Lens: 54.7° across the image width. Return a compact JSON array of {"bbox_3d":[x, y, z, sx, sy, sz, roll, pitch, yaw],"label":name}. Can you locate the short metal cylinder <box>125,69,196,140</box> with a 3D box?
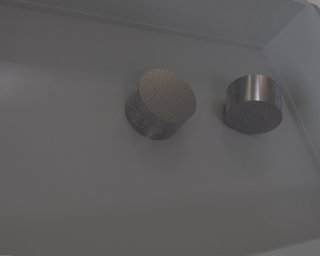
[{"bbox_3d":[0.000,-0.030,0.408,0.081,0.050,0.080,14,56,-21],"label":"short metal cylinder"}]

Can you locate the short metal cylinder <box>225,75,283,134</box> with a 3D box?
[{"bbox_3d":[0.140,-0.034,0.466,0.080,0.080,0.050,22,54,-15],"label":"short metal cylinder"}]
